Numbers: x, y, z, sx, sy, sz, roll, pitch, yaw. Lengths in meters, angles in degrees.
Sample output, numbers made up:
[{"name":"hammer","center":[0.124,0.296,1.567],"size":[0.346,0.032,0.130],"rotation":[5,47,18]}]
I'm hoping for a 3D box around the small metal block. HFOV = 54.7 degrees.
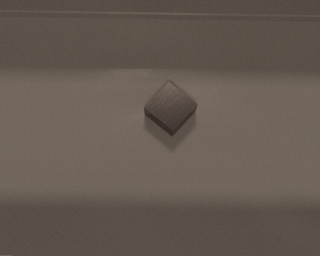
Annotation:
[{"name":"small metal block","center":[0.014,-0.025,0.419],"size":[0.050,0.025,0.050],"rotation":[40,74,13]}]
